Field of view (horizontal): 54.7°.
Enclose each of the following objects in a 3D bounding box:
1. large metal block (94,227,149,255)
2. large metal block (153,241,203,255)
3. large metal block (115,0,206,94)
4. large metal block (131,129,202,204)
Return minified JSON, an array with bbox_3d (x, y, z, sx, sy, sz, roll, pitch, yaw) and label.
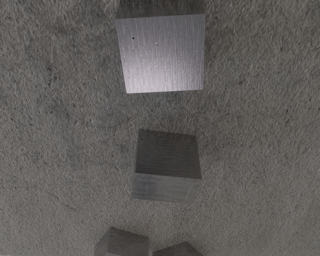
[{"bbox_3d":[-0.076,0.242,0.596,0.080,0.050,0.080,22,127,-18],"label":"large metal block"},{"bbox_3d":[0.040,0.283,0.632,0.080,0.050,0.080,-27,126,21],"label":"large metal block"},{"bbox_3d":[0.002,-0.085,0.319,0.080,0.050,0.080,-3,130,2],"label":"large metal block"},{"bbox_3d":[0.007,0.050,0.414,0.081,0.080,0.050,7,130,-6],"label":"large metal block"}]
